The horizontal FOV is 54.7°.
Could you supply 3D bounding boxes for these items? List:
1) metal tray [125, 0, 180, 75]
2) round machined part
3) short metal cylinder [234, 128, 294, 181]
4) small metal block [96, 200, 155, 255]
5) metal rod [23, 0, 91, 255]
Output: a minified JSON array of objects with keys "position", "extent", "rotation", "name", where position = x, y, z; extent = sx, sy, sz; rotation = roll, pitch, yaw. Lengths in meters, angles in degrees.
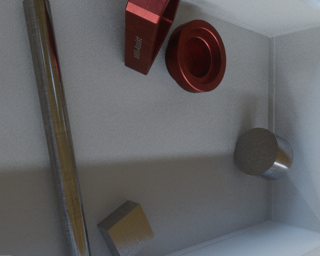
[{"position":[-0.005,-0.123,0.335],"extent":[0.030,0.130,0.090],"rotation":[25,76,-1],"name":"metal tray"},{"position":[0.046,-0.098,0.436],"extent":[0.099,0.042,0.097],"rotation":[0,90,-40],"name":"round machined part"},{"position":[0.173,0.045,0.519],"extent":[0.050,0.080,0.080],"rotation":[21,77,-39],"name":"short metal cylinder"},{"position":[-0.040,0.125,0.375],"extent":[0.050,0.025,0.050],"rotation":[-34,111,-35],"name":"small metal block"},{"position":[-0.102,0.023,0.321],"extent":[0.025,0.025,0.298],"rotation":[-13,98,-40],"name":"metal rod"}]
